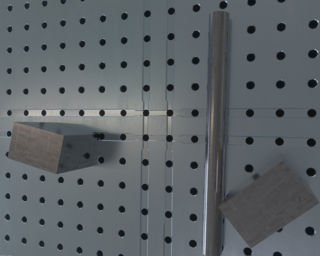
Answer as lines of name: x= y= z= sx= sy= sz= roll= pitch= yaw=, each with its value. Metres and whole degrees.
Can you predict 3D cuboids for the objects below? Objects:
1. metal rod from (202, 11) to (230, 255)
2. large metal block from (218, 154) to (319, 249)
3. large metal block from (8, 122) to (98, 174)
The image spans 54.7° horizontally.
metal rod: x=0.069 y=0.008 z=0.388 sx=0.025 sy=0.025 sz=0.298 roll=2 pitch=91 yaw=20
large metal block: x=0.118 y=0.076 z=0.342 sx=0.080 sy=0.080 sz=0.050 roll=-41 pitch=77 yaw=15
large metal block: x=-0.147 y=0.025 z=0.435 sx=0.080 sy=0.080 sz=0.050 roll=14 pitch=95 yaw=19
